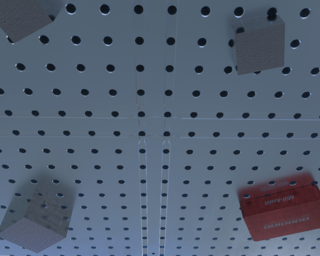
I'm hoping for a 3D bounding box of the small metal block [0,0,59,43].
[{"bbox_3d":[-0.139,-0.121,0.307,0.050,0.025,0.050,-22,127,17],"label":"small metal block"}]

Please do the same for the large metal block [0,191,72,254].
[{"bbox_3d":[-0.214,0.164,0.532,0.080,0.050,0.080,-34,123,25],"label":"large metal block"}]

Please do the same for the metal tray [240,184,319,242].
[{"bbox_3d":[0.216,0.151,0.541,0.130,0.030,0.090,-18,128,14],"label":"metal tray"}]

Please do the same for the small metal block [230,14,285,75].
[{"bbox_3d":[0.106,-0.090,0.337,0.050,0.025,0.050,-11,130,8],"label":"small metal block"}]
